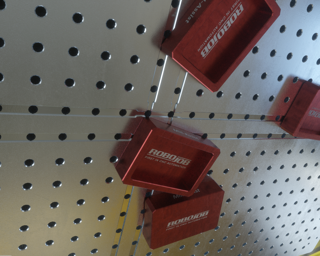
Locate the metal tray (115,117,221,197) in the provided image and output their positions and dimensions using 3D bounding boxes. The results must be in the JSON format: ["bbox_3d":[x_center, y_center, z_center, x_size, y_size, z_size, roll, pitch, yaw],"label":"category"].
[{"bbox_3d":[0.014,0.046,0.443,0.131,0.030,0.090,20,108,-36],"label":"metal tray"}]

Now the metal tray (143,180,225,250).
[{"bbox_3d":[0.040,0.143,0.517,0.131,0.030,0.089,-10,123,-23],"label":"metal tray"}]

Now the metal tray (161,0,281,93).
[{"bbox_3d":[0.075,-0.119,0.374,0.090,0.030,0.130,32,100,-38],"label":"metal tray"}]

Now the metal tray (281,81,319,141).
[{"bbox_3d":[0.283,-0.025,0.545,0.131,0.030,0.089,8,114,-32],"label":"metal tray"}]
